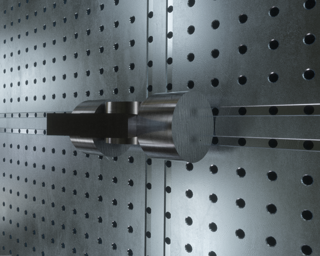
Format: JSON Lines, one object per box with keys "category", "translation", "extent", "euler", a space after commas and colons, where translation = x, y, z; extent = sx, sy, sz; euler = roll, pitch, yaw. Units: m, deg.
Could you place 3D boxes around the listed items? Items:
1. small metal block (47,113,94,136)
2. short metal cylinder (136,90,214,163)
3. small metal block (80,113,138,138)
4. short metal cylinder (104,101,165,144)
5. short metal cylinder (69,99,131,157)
{"category": "small metal block", "translation": [-0.098, -0.004, 0.368], "extent": [0.050, 0.050, 0.025], "euler": [1, 91, 8]}
{"category": "short metal cylinder", "translation": [0.019, -0.002, 0.357], "extent": [0.050, 0.081, 0.079], "euler": [1, 91, 41]}
{"category": "small metal block", "translation": [-0.052, -0.003, 0.336], "extent": [0.050, 0.050, 0.025], "euler": [1, 91, 9]}
{"category": "short metal cylinder", "translation": [-0.030, -0.007, 0.398], "extent": [0.080, 0.081, 0.050], "euler": [2, 91, 40]}
{"category": "short metal cylinder", "translation": [-0.081, -0.001, 0.440], "extent": [0.050, 0.081, 0.079], "euler": [2, 91, 40]}
